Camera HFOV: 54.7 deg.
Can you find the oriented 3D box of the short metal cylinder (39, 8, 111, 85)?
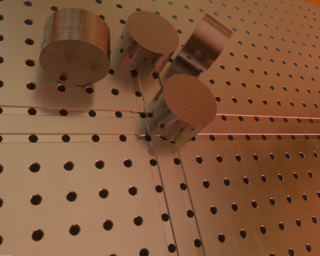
[{"bbox_3d":[-0.101,-0.097,0.377,0.081,0.080,0.050,9,58,-24],"label":"short metal cylinder"}]

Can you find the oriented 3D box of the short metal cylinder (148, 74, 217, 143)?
[{"bbox_3d":[0.030,-0.026,0.424,0.081,0.050,0.080,14,56,-21],"label":"short metal cylinder"}]

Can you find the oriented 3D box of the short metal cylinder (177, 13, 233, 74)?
[{"bbox_3d":[0.070,-0.133,0.491,0.050,0.080,0.080,34,51,-6],"label":"short metal cylinder"}]

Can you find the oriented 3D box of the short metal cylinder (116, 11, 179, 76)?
[{"bbox_3d":[-0.019,-0.125,0.458,0.081,0.050,0.080,13,56,-21],"label":"short metal cylinder"}]
